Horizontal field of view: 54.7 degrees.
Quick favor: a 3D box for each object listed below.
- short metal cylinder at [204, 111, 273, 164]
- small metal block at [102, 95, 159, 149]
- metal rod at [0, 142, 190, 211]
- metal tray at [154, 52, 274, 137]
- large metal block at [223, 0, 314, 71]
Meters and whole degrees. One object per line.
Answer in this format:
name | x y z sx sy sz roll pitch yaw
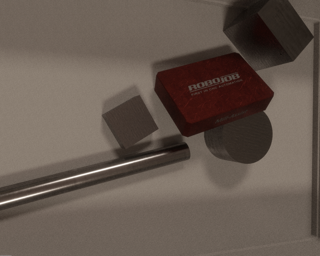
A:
short metal cylinder | 0.110 0.008 0.440 0.081 0.050 0.079 0 90 -21
small metal block | -0.038 -0.008 0.397 0.050 0.025 0.050 -32 101 -17
metal rod | -0.103 0.062 0.373 0.302 0.025 0.025 -13 95 -20
metal tray | 0.070 -0.048 0.408 0.131 0.030 0.090 -18 58 -20
large metal block | 0.151 -0.133 0.438 0.080 0.080 0.050 46 76 -15
